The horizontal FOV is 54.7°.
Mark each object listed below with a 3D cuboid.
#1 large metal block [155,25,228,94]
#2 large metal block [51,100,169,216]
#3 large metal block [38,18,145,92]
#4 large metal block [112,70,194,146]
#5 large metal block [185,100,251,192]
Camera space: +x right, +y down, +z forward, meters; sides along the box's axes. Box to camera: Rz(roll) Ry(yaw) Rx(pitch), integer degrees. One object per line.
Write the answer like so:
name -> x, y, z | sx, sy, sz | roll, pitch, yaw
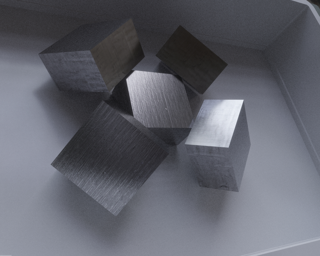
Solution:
large metal block -> 0.044, -0.093, 0.441 | 0.080, 0.050, 0.080 | 39, 8, -1
large metal block -> -0.047, 0.027, 0.319 | 0.080, 0.050, 0.080 | 39, 95, -2
large metal block -> -0.078, -0.086, 0.368 | 0.080, 0.080, 0.050 | -54, 137, -39
large metal block -> -0.010, -0.024, 0.395 | 0.081, 0.050, 0.080 | 1, 62, -28
large metal block -> 0.077, 0.021, 0.388 | 0.080, 0.050, 0.080 | -62, 144, -39
